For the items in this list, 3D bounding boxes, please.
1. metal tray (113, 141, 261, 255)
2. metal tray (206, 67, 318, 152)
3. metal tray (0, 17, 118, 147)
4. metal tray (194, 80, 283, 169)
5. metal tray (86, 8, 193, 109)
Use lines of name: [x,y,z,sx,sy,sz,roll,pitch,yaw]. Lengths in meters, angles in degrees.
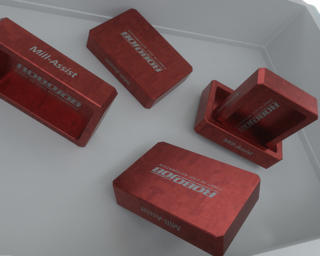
metal tray: [0.027,0.066,0.329,0.130,0.030,0.091,18,40,33]
metal tray: [0.129,-0.013,0.418,0.090,0.129,0.030,27,52,-12]
metal tray: [-0.119,-0.041,0.325,0.130,0.090,0.030,33,51,-7]
metal tray: [0.120,-0.006,0.461,0.131,0.030,0.090,27,49,-11]
metal tray: [-0.028,-0.101,0.443,0.130,0.030,0.090,46,59,4]
